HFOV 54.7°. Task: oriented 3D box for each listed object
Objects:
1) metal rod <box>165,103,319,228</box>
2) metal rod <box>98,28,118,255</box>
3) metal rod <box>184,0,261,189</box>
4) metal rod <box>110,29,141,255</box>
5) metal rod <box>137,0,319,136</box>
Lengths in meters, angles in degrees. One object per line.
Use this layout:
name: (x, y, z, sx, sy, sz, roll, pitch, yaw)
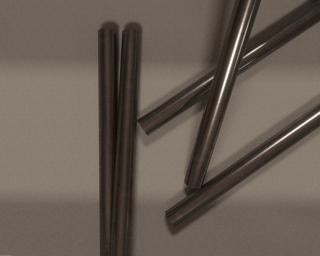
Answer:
metal rod: (0.137, 0.036, 0.413, 0.301, 0.025, 0.025, -35, 90, -1)
metal rod: (-0.068, 0.021, 0.410, 0.025, 0.025, 0.298, 0, 90, -1)
metal rod: (0.074, -0.058, 0.351, 0.025, 0.025, 0.298, 12, 115, -1)
metal rod: (-0.044, 0.022, 0.399, 0.025, 0.025, 0.298, 3, 86, -1)
metal rod: (0.102, -0.083, 0.412, 0.301, 0.025, 0.025, -34, 90, -1)
